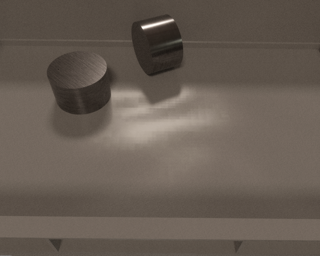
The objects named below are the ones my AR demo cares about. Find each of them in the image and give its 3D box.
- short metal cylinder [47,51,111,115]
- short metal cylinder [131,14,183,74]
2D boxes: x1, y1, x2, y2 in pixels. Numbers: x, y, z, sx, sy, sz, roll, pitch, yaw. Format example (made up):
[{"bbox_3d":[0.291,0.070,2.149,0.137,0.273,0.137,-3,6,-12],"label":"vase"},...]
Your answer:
[{"bbox_3d":[-0.113,-0.065,0.442,0.081,0.050,0.080,0,50,0],"label":"short metal cylinder"},{"bbox_3d":[-0.005,-0.128,0.477,0.050,0.080,0.080,-20,53,-16],"label":"short metal cylinder"}]
